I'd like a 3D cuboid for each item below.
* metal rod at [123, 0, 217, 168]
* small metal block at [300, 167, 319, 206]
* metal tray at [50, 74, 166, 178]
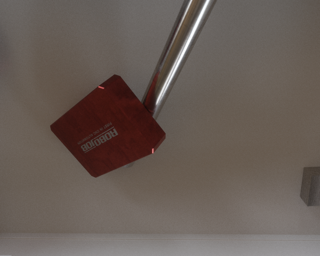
[{"bbox_3d":[0.002,-0.048,0.324,0.025,0.025,0.298,20,135,-8],"label":"metal rod"},{"bbox_3d":[0.235,0.083,0.446,0.050,0.025,0.050,-3,110,0],"label":"small metal block"},{"bbox_3d":[-0.067,0.004,0.370,0.130,0.030,0.090,-27,106,43],"label":"metal tray"}]
